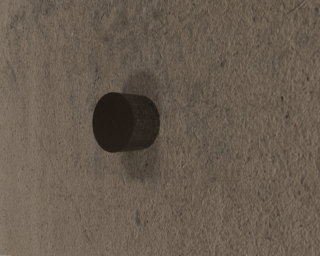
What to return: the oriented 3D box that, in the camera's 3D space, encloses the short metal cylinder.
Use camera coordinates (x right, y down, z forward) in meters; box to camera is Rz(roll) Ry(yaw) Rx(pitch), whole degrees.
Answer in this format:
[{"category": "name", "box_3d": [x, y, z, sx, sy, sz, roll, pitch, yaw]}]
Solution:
[{"category": "short metal cylinder", "box_3d": [-0.047, -0.007, 0.425, 0.080, 0.050, 0.079, 0, 90, 39]}]
